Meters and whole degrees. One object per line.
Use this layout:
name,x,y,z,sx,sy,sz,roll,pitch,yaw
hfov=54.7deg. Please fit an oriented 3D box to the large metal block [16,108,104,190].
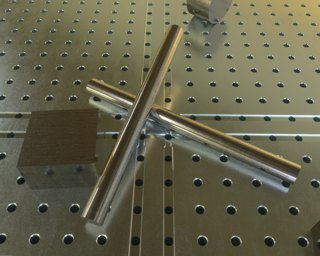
large metal block,-0.112,0.024,0.370,0.081,0.050,0.080,-3,50,-3

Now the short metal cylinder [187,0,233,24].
short metal cylinder,0.095,-0.243,0.577,0.050,0.080,0.080,35,58,25

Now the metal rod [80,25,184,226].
metal rod,-0.024,-0.024,0.397,0.025,0.025,0.300,15,61,12

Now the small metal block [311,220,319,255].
small metal block,0.183,0.123,0.306,0.050,0.025,0.050,8,50,6

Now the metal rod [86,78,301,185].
metal rod,0.030,-0.003,0.410,0.301,0.025,0.025,24,54,18
